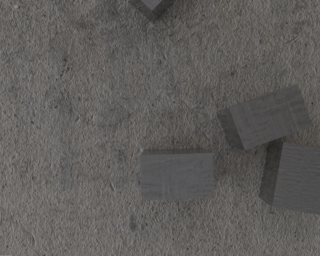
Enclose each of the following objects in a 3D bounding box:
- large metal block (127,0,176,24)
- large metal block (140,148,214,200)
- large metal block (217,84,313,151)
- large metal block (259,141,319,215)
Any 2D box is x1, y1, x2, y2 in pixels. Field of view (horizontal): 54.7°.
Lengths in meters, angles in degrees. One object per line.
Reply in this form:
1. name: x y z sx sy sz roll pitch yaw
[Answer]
1. large metal block: -0.011 -0.197 0.397 0.080 0.050 0.080 44 90 0
2. large metal block: 0.019 0.053 0.383 0.081 0.080 0.050 -2 90 0
3. large metal block: 0.123 -0.012 0.383 0.080 0.080 0.050 -20 90 0
4. large metal block: 0.182 0.063 0.399 0.080 0.050 0.080 10 90 0
